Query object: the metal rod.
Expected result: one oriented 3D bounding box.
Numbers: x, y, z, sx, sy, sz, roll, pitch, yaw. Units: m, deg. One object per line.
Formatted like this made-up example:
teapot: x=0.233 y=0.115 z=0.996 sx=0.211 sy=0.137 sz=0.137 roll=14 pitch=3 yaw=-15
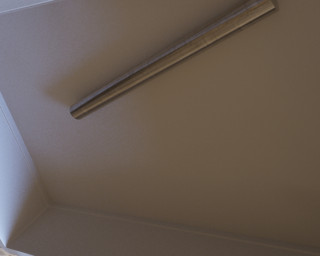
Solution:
metal rod: x=-0.010 y=-0.071 z=0.368 sx=0.299 sy=0.025 sz=0.025 roll=-23 pitch=106 yaw=36
